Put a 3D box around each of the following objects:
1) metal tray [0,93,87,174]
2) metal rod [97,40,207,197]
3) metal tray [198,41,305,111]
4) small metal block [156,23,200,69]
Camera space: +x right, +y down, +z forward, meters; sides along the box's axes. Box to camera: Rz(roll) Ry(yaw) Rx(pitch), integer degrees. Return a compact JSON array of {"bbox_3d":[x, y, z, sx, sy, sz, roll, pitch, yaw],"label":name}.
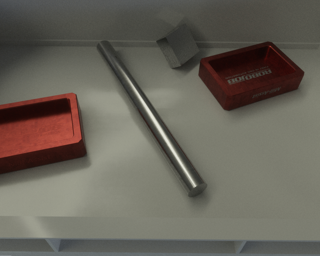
[{"bbox_3d":[-0.166,0.006,0.394,0.131,0.030,0.090,-11,51,-10],"label":"metal tray"},{"bbox_3d":[-0.026,-0.033,0.432,0.025,0.025,0.300,-21,53,-17],"label":"metal rod"},{"bbox_3d":[0.137,-0.083,0.472,0.131,0.030,0.090,-17,52,-15],"label":"metal tray"},{"bbox_3d":[0.029,-0.131,0.497,0.050,0.050,0.025,-43,23,-30],"label":"small metal block"}]
